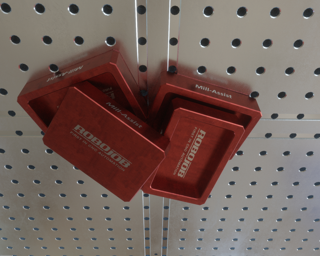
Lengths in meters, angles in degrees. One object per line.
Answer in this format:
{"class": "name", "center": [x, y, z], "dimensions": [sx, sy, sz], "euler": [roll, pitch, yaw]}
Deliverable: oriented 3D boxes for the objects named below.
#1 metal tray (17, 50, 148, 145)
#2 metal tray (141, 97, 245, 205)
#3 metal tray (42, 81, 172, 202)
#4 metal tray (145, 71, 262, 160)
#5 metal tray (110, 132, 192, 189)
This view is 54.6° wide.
{"class": "metal tray", "center": [-0.092, -0.030, 0.381], "dimensions": [0.130, 0.030, 0.090], "euler": [-17, 128, 14]}
{"class": "metal tray", "center": [0.037, 0.034, 0.397], "dimensions": [0.091, 0.030, 0.129], "euler": [16, 117, -13]}
{"class": "metal tray", "center": [-0.064, 0.017, 0.369], "dimensions": [0.130, 0.030, 0.090], "euler": [36, 116, -1]}
{"class": "metal tray", "center": [0.050, -0.011, 0.397], "dimensions": [0.131, 0.030, 0.089], "euler": [15, 128, -12]}
{"class": "metal tray", "center": [-0.019, 0.050, 0.450], "dimensions": [0.131, 0.030, 0.089], "euler": [20, 127, -17]}
